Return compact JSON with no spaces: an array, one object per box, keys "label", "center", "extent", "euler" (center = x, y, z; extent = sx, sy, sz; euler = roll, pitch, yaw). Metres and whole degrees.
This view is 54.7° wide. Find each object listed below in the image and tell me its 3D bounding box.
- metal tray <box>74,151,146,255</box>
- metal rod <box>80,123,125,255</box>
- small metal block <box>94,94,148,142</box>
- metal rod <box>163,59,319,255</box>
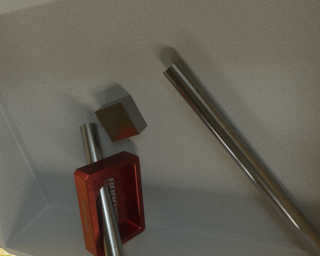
[{"label":"metal tray","center":[-0.068,0.108,0.447],"extent":[0.030,0.091,0.129],"euler":[13,114,44]},{"label":"metal rod","center":[-0.071,0.137,0.432],"extent":[0.025,0.025,0.299],"euler":[-24,74,36]},{"label":"small metal block","center":[-0.054,-0.013,0.428],"extent":[0.050,0.025,0.050],"euler":[-17,110,34]},{"label":"metal rod","center":[0.108,0.042,0.376],"extent":[0.025,0.025,0.300],"euler":[-34,100,38]}]
